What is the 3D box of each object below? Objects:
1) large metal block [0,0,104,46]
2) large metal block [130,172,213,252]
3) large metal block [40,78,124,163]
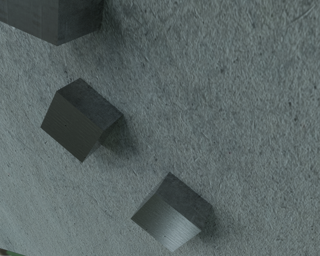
[{"bbox_3d":[-0.120,-0.140,0.348,0.080,0.080,0.050,25,127,12],"label":"large metal block"},{"bbox_3d":[0.016,0.125,0.460,0.080,0.050,0.080,39,129,2],"label":"large metal block"},{"bbox_3d":[-0.113,-0.010,0.444,0.080,0.050,0.080,41,129,0],"label":"large metal block"}]
